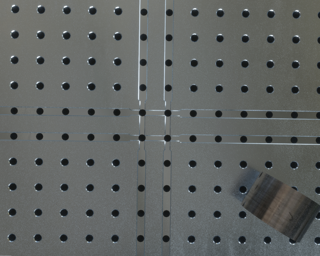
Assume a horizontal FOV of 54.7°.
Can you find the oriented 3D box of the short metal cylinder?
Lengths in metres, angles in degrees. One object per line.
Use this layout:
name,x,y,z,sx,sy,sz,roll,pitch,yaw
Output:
short metal cylinder,0.150,0.097,0.388,0.080,0.080,0.050,32,90,-1
